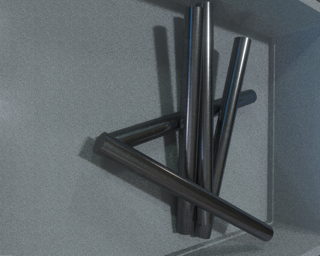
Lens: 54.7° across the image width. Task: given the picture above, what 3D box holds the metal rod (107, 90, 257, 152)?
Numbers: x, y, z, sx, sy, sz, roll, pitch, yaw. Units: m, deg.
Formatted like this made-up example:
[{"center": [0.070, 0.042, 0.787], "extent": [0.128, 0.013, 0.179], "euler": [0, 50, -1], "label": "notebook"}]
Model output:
[{"center": [0.047, -0.017, 0.448], "extent": [0.302, 0.025, 0.025], "euler": [-19, 102, -39], "label": "metal rod"}]

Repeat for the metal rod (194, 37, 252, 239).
[{"center": [0.093, 0.015, 0.461], "extent": [0.025, 0.025, 0.298], "euler": [11, 91, -40], "label": "metal rod"}]

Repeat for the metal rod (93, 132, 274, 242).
[{"center": [0.048, 0.087, 0.396], "extent": [0.301, 0.025, 0.025], "euler": [33, 70, -28], "label": "metal rod"}]

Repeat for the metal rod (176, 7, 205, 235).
[{"center": [0.039, 0.000, 0.408], "extent": [0.025, 0.025, 0.298], "euler": [-9, 106, -40], "label": "metal rod"}]

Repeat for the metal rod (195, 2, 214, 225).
[{"center": [0.061, -0.016, 0.425], "extent": [0.025, 0.025, 0.298], "euler": [-5, 96, -40], "label": "metal rod"}]
